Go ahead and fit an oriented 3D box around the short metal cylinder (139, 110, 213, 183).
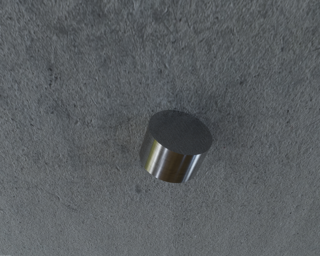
[{"bbox_3d":[0.019,0.022,0.390,0.080,0.080,0.050,12,129,-10],"label":"short metal cylinder"}]
